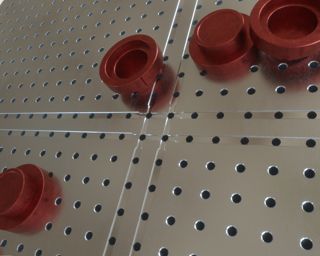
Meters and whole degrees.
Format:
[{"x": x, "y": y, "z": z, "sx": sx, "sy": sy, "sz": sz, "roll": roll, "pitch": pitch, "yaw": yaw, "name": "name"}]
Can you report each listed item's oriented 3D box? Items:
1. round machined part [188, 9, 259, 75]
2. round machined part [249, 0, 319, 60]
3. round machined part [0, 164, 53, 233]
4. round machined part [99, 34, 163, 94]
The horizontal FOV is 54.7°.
[{"x": 0.086, "y": -0.125, "z": 0.428, "sx": 0.098, "sy": 0.042, "sz": 0.098, "roll": -13, "pitch": 56, "yaw": 20, "name": "round machined part"}, {"x": 0.161, "y": -0.123, "z": 0.381, "sx": 0.098, "sy": 0.042, "sz": 0.098, "roll": -7, "pitch": 61, "yaw": 12, "name": "round machined part"}, {"x": -0.207, "y": 0.096, "z": 0.444, "sx": 0.098, "sy": 0.042, "sz": 0.098, "roll": -13, "pitch": 56, "yaw": 20, "name": "round machined part"}, {"x": -0.039, "y": -0.091, "z": 0.473, "sx": 0.098, "sy": 0.042, "sz": 0.098, "roll": -13, "pitch": 56, "yaw": 20, "name": "round machined part"}]
